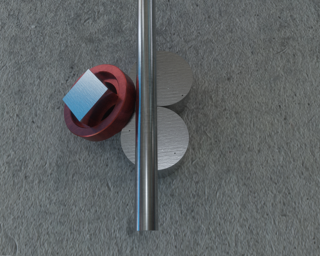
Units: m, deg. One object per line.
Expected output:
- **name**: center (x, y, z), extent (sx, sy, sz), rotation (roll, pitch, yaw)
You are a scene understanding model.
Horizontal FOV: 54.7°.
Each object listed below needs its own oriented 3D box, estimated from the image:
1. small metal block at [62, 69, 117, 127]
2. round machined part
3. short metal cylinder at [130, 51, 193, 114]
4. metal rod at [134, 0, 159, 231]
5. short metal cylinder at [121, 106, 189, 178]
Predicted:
- **small metal block**: center (-0.084, -0.036, 0.379), extent (0.050, 0.025, 0.050), rotation (-48, 54, 4)
- **round machined part**: center (-0.071, -0.028, 0.396), extent (0.098, 0.042, 0.098), rotation (-12, 64, 26)
- **short metal cylinder**: center (0.001, -0.056, 0.417), extent (0.081, 0.050, 0.080), rotation (0, 70, 0)
- **metal rod**: center (-0.016, -0.035, 0.369), extent (0.025, 0.025, 0.299), rotation (-1, 70, 0)
- **short metal cylinder**: center (-0.006, 0.019, 0.388), extent (0.081, 0.050, 0.080), rotation (0, 69, 0)
